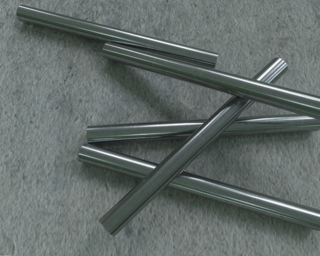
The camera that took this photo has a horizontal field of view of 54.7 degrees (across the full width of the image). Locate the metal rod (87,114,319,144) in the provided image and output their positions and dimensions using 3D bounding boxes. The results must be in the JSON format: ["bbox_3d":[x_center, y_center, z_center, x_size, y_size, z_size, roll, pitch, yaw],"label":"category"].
[{"bbox_3d":[0.058,0.001,0.408,0.302,0.025,0.025,-3,70,-2],"label":"metal rod"}]

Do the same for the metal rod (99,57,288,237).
[{"bbox_3d":[0.051,0.013,0.376,0.301,0.025,0.025,-42,76,-14],"label":"metal rod"}]

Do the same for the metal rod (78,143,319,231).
[{"bbox_3d":[0.046,0.071,0.382,0.301,0.025,0.025,15,71,5],"label":"metal rod"}]

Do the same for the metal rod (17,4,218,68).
[{"bbox_3d":[-0.065,-0.134,0.456,0.301,0.025,0.025,15,71,5],"label":"metal rod"}]

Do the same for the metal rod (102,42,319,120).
[{"bbox_3d":[0.055,-0.065,0.393,0.301,0.025,0.025,20,71,22],"label":"metal rod"}]
